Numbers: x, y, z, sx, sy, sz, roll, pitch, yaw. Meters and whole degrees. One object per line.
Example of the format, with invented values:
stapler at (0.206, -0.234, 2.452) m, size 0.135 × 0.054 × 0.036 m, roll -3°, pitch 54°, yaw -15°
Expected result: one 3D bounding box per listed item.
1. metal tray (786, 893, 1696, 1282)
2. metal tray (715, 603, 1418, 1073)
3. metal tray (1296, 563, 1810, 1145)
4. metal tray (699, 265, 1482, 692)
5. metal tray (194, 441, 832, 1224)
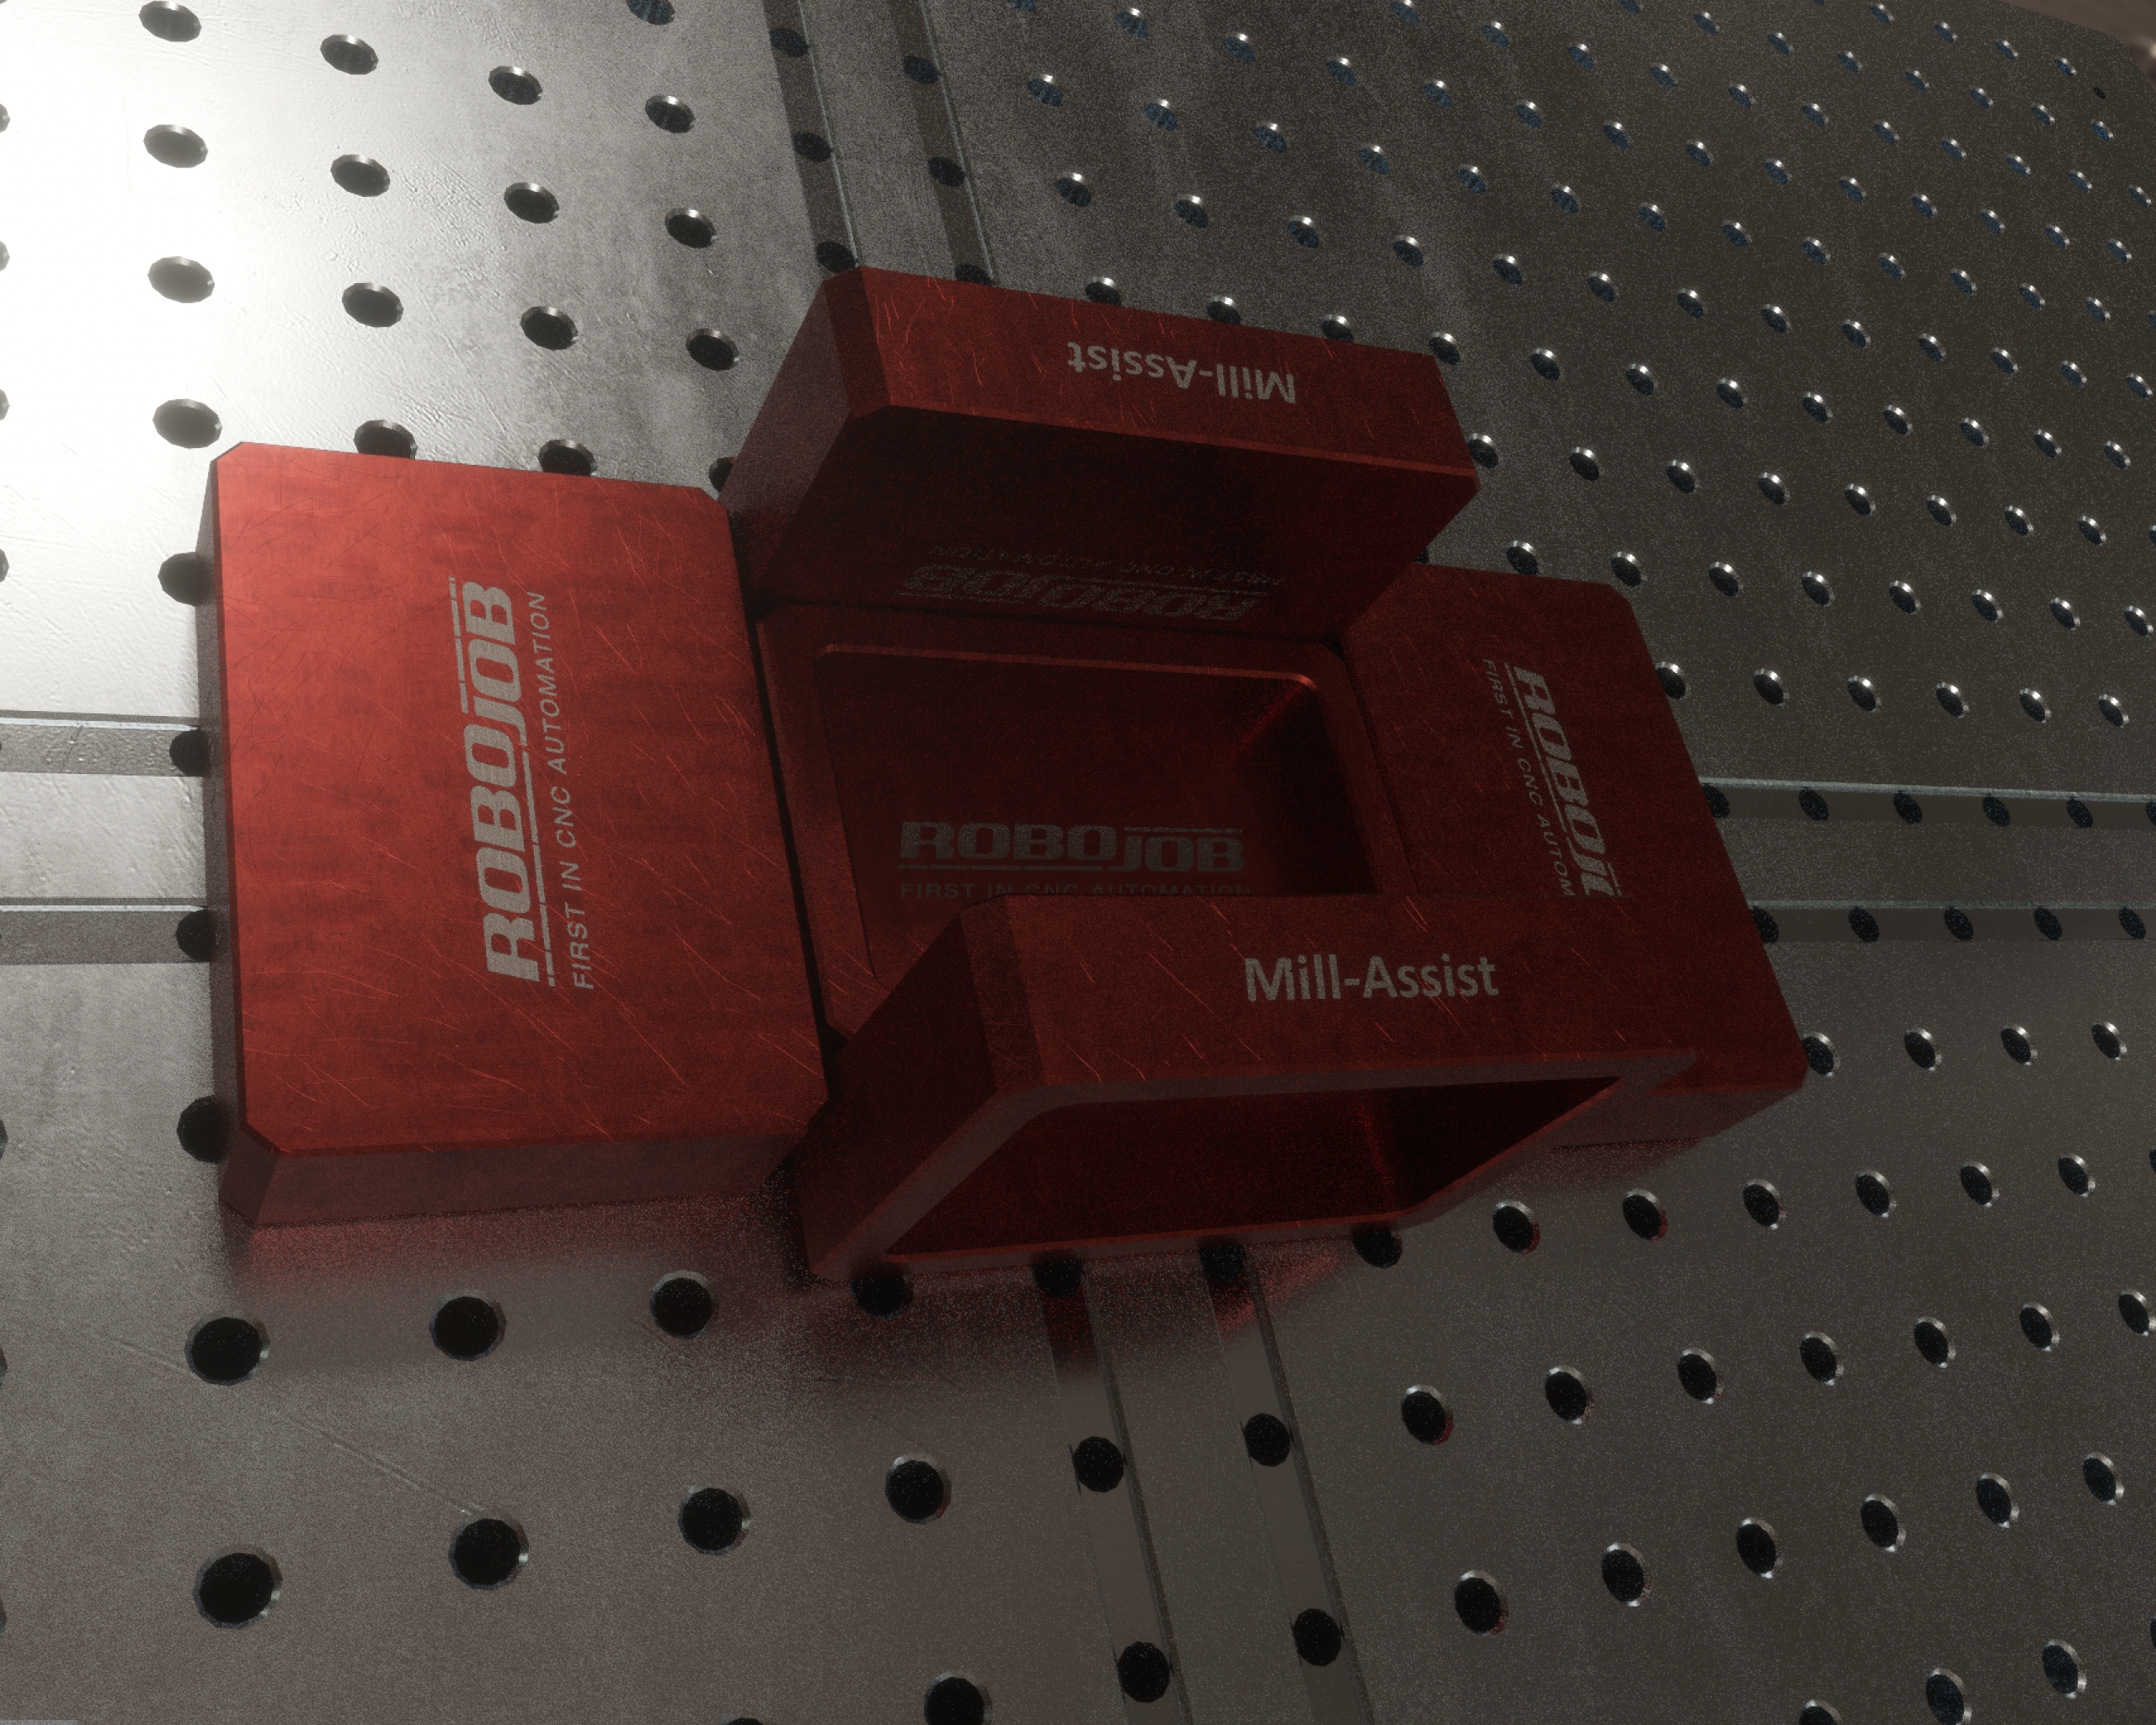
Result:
metal tray at (0.027, 0.039, 0.357) m, size 0.131 × 0.090 × 0.030 m, roll 1°, pitch 62°, yaw -28°
metal tray at (0.002, -0.001, 0.405) m, size 0.131 × 0.030 × 0.090 m, roll 1°, pitch 61°, yaw -28°
metal tray at (0.098, -0.004, 0.460) m, size 0.091 × 0.030 × 0.130 m, roll 1°, pitch 61°, yaw -29°
metal tray at (0.001, -0.067, 0.409) m, size 0.131 × 0.090 × 0.030 m, roll 1°, pitch 62°, yaw -28°
metal tray at (-0.099, -0.007, 0.357) m, size 0.091 × 0.030 × 0.130 m, roll 1°, pitch 61°, yaw -28°
